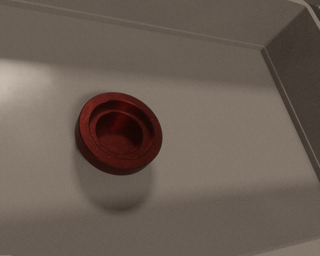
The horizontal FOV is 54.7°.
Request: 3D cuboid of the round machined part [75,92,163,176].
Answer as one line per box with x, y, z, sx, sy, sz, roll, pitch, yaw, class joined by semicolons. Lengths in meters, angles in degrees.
-0.050;0.010;0.363;0.099;0.042;0.098;14;56;-21;round machined part
